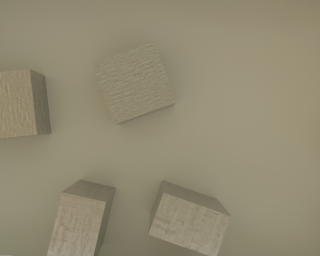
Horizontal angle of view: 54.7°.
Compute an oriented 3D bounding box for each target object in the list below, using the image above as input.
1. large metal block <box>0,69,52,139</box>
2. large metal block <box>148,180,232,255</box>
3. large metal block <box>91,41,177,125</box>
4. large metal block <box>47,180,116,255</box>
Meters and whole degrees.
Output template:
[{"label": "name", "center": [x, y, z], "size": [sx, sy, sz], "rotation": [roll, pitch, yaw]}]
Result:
[{"label": "large metal block", "center": [-0.192, -0.027, 0.396], "size": [0.081, 0.050, 0.079], "rotation": [-6, 90, -1]}, {"label": "large metal block", "center": [0.033, 0.108, 0.384], "size": [0.080, 0.080, 0.050], "rotation": [20, 90, -1]}, {"label": "large metal block", "center": [-0.031, -0.055, 0.399], "size": [0.080, 0.050, 0.080], "rotation": [-20, 90, -1]}, {"label": "large metal block", "center": [-0.094, 0.115, 0.383], "size": [0.050, 0.080, 0.080], "rotation": [13, 90, 0]}]
